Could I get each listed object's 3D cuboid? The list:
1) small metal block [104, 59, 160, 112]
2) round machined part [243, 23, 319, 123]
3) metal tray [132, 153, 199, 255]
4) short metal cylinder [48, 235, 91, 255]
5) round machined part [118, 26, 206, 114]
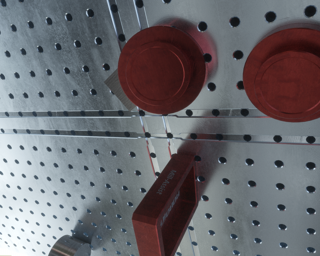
[{"bbox_3d":[-0.034,-0.057,0.392,0.050,0.025,0.050,49,128,-7],"label":"small metal block"},{"bbox_3d":[0.130,-0.048,0.302,0.098,0.042,0.097,13,124,20],"label":"round machined part"},{"bbox_3d":[0.014,0.104,0.399,0.030,0.131,0.089,7,122,24],"label":"metal tray"},{"bbox_3d":[-0.186,0.268,0.637,0.050,0.080,0.079,14,124,20],"label":"short metal cylinder"},{"bbox_3d":[0.001,-0.062,0.341,0.098,0.042,0.097,3,108,9],"label":"round machined part"}]
